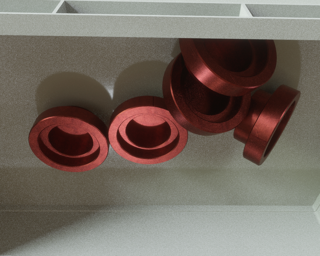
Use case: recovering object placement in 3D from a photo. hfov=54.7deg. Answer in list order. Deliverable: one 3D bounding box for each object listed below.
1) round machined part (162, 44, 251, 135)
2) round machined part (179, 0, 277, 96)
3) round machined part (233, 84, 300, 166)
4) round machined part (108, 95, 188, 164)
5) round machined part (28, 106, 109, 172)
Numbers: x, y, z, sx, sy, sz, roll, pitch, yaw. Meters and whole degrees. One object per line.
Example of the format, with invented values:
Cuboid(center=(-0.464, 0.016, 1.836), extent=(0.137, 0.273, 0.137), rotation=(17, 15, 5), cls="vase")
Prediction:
Cuboid(center=(0.047, -0.039, 0.341), extent=(0.099, 0.098, 0.042), rotation=(22, 162, -18), cls="round machined part")
Cuboid(center=(0.062, -0.076, 0.306), extent=(0.099, 0.098, 0.042), rotation=(21, 155, -17), cls="round machined part")
Cuboid(center=(0.123, -0.008, 0.370), extent=(0.042, 0.099, 0.097), rotation=(30, 135, 24), cls="round machined part")
Cuboid(center=(-0.015, -0.002, 0.396), extent=(0.099, 0.042, 0.097), rotation=(-1, 130, 0), cls="round machined part")
Cuboid(center=(-0.114, 0.010, 0.405), extent=(0.099, 0.042, 0.097), rotation=(-1, 130, 0), cls="round machined part")
